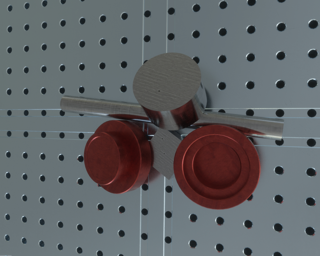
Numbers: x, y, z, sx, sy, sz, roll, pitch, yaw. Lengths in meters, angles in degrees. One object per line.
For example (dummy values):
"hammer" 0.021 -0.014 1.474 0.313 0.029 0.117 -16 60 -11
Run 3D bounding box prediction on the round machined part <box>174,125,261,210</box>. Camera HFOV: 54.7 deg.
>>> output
"round machined part" 0.069 0.044 0.373 0.098 0.042 0.097 1 93 17

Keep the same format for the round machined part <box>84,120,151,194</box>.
"round machined part" -0.062 0.038 0.408 0.098 0.042 0.097 1 91 38

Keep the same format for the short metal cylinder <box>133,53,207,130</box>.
"short metal cylinder" 0.013 -0.044 0.375 0.080 0.050 0.080 -6 63 13

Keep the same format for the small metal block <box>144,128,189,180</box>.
"small metal block" 0.011 0.031 0.405 0.050 0.025 0.050 38 102 16

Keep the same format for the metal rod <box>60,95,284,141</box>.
"metal rod" 0.001 -0.017 0.408 0.301 0.025 0.025 8 93 19
